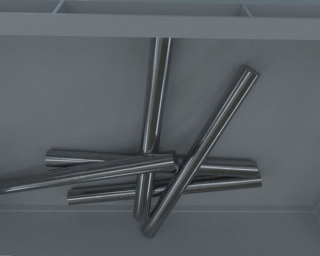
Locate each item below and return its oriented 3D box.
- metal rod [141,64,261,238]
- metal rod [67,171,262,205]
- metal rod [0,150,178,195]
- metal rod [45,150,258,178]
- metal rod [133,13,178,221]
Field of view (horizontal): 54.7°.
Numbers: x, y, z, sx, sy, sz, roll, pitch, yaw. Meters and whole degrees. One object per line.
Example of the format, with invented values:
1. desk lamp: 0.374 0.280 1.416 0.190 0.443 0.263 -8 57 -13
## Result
1. metal rod: 0.043 0.050 0.424 0.025 0.025 0.298 19 120 -16
2. metal rod: 0.004 0.095 0.488 0.302 0.025 0.025 -6 130 5
3. metal rod: -0.123 0.066 0.428 0.301 0.025 0.025 -11 130 15
4. metal rod: -0.009 0.052 0.452 0.302 0.025 0.025 3 130 -4
5. metal rod: -0.012 0.011 0.393 0.025 0.025 0.298 5 124 -5
